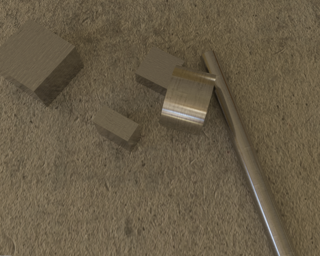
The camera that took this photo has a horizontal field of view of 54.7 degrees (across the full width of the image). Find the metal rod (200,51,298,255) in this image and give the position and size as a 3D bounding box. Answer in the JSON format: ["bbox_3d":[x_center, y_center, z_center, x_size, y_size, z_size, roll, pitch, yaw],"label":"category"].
[{"bbox_3d":[0.110,0.031,0.398,0.025,0.025,0.299,-15,71,-6],"label":"metal rod"}]

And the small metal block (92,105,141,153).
[{"bbox_3d":[-0.053,0.002,0.393,0.050,0.050,0.025,29,73,10],"label":"small metal block"}]

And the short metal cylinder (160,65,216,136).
[{"bbox_3d":[0.035,-0.034,0.392,0.050,0.080,0.080,16,71,5],"label":"short metal cylinder"}]

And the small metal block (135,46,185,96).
[{"bbox_3d":[0.000,-0.080,0.437,0.050,0.025,0.050,28,72,9],"label":"small metal block"}]

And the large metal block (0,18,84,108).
[{"bbox_3d":[-0.167,-0.089,0.425,0.080,0.050,0.080,33,73,11],"label":"large metal block"}]
